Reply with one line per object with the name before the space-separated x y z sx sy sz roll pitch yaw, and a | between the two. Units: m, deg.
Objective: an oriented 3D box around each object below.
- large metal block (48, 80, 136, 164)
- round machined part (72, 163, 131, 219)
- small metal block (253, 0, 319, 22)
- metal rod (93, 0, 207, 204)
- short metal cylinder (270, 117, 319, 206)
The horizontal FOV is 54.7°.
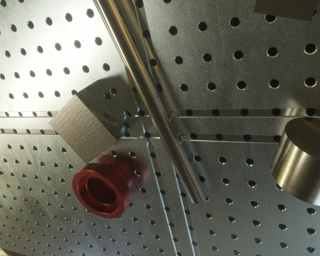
large metal block | -0.097 -0.007 0.440 0.080 0.050 0.080 49 128 -7
round machined part | -0.090 0.097 0.505 0.098 0.042 0.097 13 124 20
small metal block | 0.115 -0.126 0.272 0.050 0.025 0.050 17 125 18
metal rod | -0.006 -0.028 0.395 0.025 0.025 0.299 -13 112 33
short metal cylinder | 0.159 0.031 0.311 0.080 0.080 0.050 18 126 17
